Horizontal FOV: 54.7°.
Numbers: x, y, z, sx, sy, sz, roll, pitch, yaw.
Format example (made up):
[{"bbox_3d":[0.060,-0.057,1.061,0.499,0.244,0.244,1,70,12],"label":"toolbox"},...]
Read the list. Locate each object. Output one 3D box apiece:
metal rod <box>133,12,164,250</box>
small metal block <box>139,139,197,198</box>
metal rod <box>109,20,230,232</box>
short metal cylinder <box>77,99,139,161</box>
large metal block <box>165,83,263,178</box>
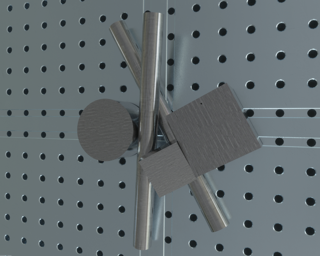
[{"bbox_3d":[-0.016,0.011,0.393,0.025,0.025,0.298,7,100,20],"label":"metal rod"},{"bbox_3d":[0.010,0.047,0.371,0.050,0.025,0.050,-28,96,9],"label":"small metal block"},{"bbox_3d":[0.008,-0.009,0.406,0.025,0.025,0.299,-30,81,17],"label":"metal rod"},{"bbox_3d":[-0.062,0.002,0.417,0.080,0.050,0.079,0,90,19],"label":"short metal cylinder"},{"bbox_3d":[0.066,0.003,0.371,0.080,0.050,0.080,-29,81,17],"label":"large metal block"}]
